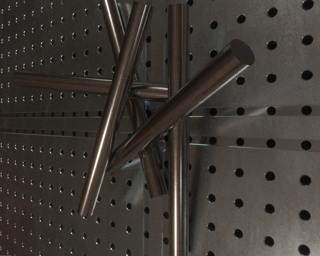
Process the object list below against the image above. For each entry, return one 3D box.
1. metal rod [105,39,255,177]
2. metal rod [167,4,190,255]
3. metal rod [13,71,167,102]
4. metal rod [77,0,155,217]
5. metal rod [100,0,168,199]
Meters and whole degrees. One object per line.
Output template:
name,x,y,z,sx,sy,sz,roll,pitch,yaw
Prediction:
metal rod,-0.009,0.001,0.358,0.299,0.025,0.025,-40,65,50
metal rod,0.022,0.014,0.363,0.025,0.025,0.298,7,103,39
metal rod,-0.090,-0.059,0.434,0.301,0.025,0.025,8,96,24
metal rod,-0.064,-0.009,0.403,0.025,0.025,0.298,35,116,34
metal rod,-0.040,-0.051,0.439,0.025,0.025,0.299,-25,74,37
